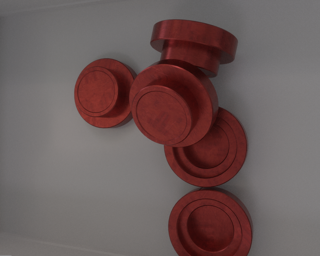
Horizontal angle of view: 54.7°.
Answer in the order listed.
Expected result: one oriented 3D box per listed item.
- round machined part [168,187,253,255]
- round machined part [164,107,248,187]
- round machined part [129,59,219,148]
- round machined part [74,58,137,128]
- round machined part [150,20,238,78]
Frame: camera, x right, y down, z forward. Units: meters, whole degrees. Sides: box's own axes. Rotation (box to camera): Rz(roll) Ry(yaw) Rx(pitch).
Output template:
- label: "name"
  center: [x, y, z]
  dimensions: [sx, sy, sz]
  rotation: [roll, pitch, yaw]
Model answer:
- label: "round machined part"
  center: [0.063, 0.120, 0.379]
  dimensions: [0.098, 0.042, 0.097]
  rotation: [0, 90, 20]
- label: "round machined part"
  center: [0.058, 0.020, 0.381]
  dimensions: [0.098, 0.042, 0.097]
  rotation: [0, 90, 20]
- label: "round machined part"
  center: [0.009, -0.021, 0.333]
  dimensions: [0.098, 0.042, 0.097]
  rotation: [12, 122, 21]
- label: "round machined part"
  center: [-0.078, -0.048, 0.429]
  dimensions: [0.098, 0.042, 0.097]
  rotation: [0, 90, 20]
- label: "round machined part"
  center: [0.036, -0.086, 0.358]
  dimensions: [0.098, 0.098, 0.042]
  rotation: [12, 91, 19]
